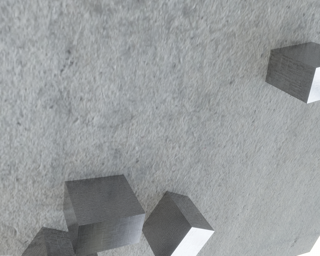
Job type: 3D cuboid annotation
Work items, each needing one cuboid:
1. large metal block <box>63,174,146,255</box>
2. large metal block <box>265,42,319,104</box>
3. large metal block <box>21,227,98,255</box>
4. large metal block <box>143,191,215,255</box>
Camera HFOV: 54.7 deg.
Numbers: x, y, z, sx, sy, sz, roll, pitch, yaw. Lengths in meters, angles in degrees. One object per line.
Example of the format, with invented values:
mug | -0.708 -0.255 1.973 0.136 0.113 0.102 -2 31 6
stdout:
large metal block | -0.075 0.108 0.398 0.081 0.080 0.050 -3 120 -28
large metal block | 0.213 -0.082 0.440 0.081 0.080 0.050 -15 125 -21
large metal block | -0.145 0.192 0.432 0.080 0.050 0.080 29 102 -38
large metal block | 0.025 0.160 0.486 0.050 0.080 0.080 23 106 -37
